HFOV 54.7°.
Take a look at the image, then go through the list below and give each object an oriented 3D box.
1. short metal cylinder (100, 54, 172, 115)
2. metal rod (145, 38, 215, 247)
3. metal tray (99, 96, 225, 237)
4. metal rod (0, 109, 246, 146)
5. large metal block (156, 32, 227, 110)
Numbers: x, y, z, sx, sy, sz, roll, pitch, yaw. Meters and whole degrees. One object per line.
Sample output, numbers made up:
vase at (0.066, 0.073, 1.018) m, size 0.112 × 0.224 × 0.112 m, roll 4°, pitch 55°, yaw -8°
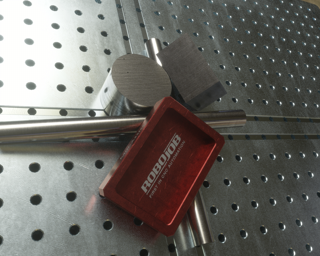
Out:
short metal cylinder at (-0.032, -0.049, 0.404) m, size 0.081 × 0.050 × 0.080 m, roll 14°, pitch 56°, yaw -21°
metal rod at (0.020, 0.001, 0.418) m, size 0.025 × 0.025 × 0.299 m, roll 1°, pitch 62°, yaw -28°
metal tray at (0.005, 0.041, 0.349) m, size 0.090 × 0.030 × 0.130 m, roll 37°, pitch 71°, yaw -12°
metal rod at (-0.027, -0.004, 0.375) m, size 0.303 × 0.025 × 0.025 m, roll -4°, pitch 64°, yaw -22°
large metal block at (0.047, -0.075, 0.438) m, size 0.080 × 0.050 × 0.080 m, roll 60°, pitch 14°, yaw 14°
